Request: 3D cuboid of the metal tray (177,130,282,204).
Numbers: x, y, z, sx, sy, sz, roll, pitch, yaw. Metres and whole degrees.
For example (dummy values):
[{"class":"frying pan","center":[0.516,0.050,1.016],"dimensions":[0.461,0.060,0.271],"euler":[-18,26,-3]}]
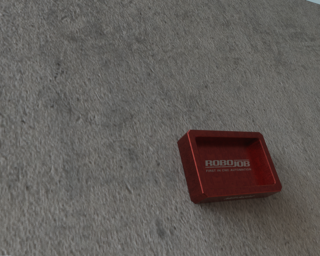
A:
[{"class":"metal tray","center":[0.095,0.050,0.420],"dimensions":[0.131,0.030,0.090],"euler":[2,61,-27]}]
